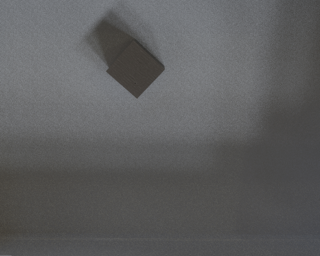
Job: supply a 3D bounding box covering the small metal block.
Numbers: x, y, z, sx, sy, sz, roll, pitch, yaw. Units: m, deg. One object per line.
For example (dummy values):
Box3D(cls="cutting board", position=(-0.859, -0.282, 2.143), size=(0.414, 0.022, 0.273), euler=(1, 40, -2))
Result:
Box3D(cls="small metal block", position=(-0.030, -0.074, 0.384), size=(0.050, 0.025, 0.050), euler=(41, 105, -14))
